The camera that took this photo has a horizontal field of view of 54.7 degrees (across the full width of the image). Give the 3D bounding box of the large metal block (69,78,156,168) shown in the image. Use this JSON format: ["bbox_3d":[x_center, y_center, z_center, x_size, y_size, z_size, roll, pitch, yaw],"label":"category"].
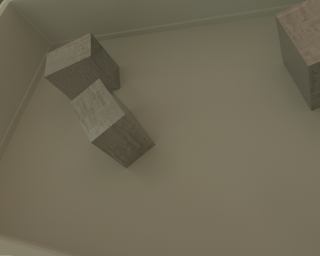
[{"bbox_3d":[-0.061,-0.005,0.404,0.050,0.080,0.080,-40,51,1],"label":"large metal block"}]

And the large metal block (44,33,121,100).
[{"bbox_3d":[-0.119,-0.089,0.485,0.080,0.080,0.050,-20,54,16],"label":"large metal block"}]

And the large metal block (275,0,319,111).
[{"bbox_3d":[0.168,-0.079,0.331,0.050,0.080,0.080,-22,54,15],"label":"large metal block"}]
